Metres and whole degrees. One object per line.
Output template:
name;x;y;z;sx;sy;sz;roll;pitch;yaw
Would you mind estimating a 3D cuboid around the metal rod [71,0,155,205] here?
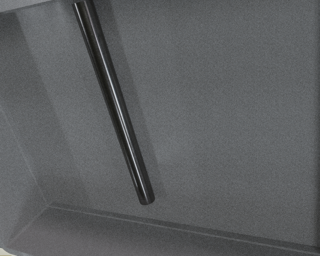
metal rod;-0.056;-0.018;0.425;0.025;0.025;0.298;-1;118;28
